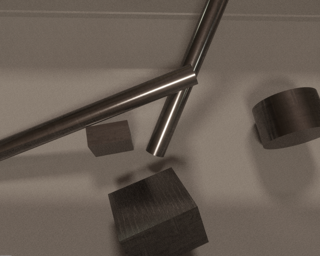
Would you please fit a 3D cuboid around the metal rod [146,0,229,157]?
[{"bbox_3d":[0.049,-0.104,0.379,0.025,0.025,0.298,23,98,8],"label":"metal rod"}]

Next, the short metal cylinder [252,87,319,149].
[{"bbox_3d":[0.162,-0.010,0.386,0.081,0.080,0.050,-10,71,-4],"label":"short metal cylinder"}]

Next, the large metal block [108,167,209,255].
[{"bbox_3d":[-0.005,0.097,0.338,0.080,0.080,0.050,-22,116,-8],"label":"large metal block"}]

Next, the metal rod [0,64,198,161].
[{"bbox_3d":[-0.100,-0.010,0.375,0.301,0.025,0.025,-21,71,6],"label":"metal rod"}]

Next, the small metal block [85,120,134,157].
[{"bbox_3d":[-0.062,0.014,0.390,0.050,0.050,0.025,-10,71,-4],"label":"small metal block"}]
